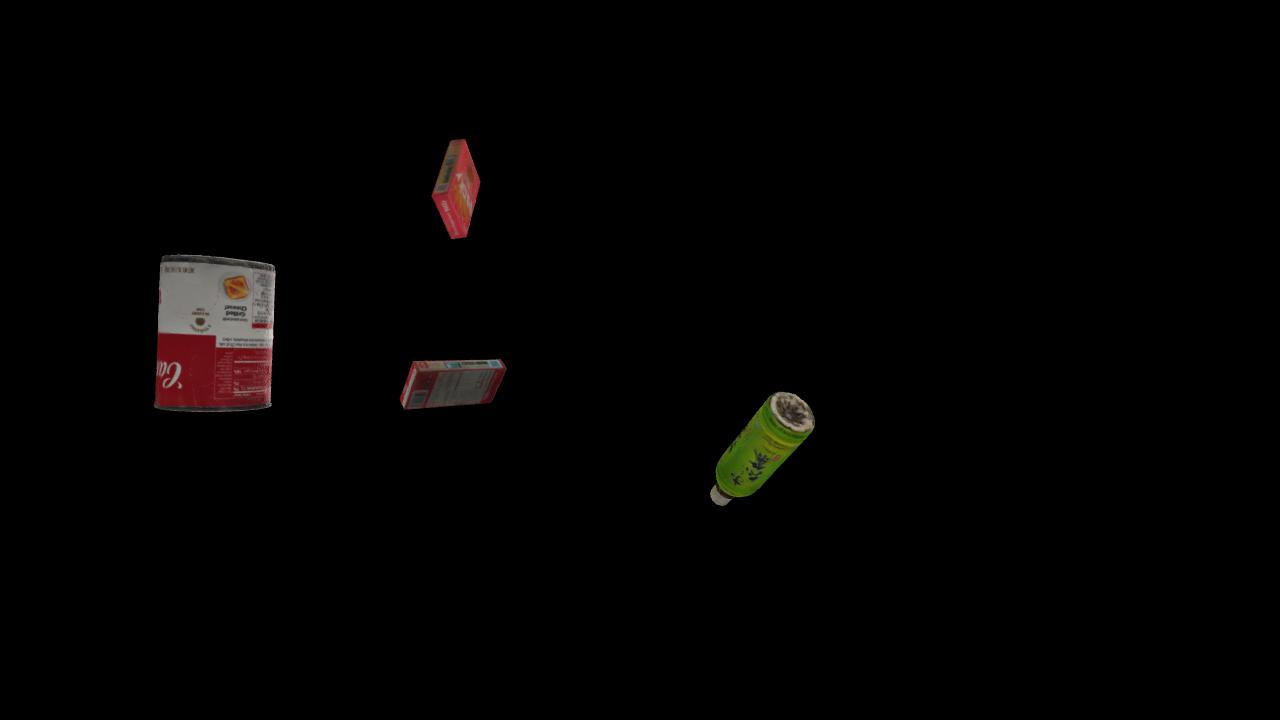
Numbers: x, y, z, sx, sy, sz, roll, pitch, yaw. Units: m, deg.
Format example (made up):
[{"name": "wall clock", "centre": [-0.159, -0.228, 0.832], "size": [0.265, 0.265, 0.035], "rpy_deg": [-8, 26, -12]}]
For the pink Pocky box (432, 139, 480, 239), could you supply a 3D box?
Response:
[{"name": "pink Pocky box", "centre": [-0.290, -0.274, 0.981], "size": [0.029, 0.155, 0.084], "rpy_deg": [-5, -41, 5]}]

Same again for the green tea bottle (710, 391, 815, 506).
[{"name": "green tea bottle", "centre": [0.156, 0.133, 0.841], "size": [0.073, 0.073, 0.212], "rpy_deg": [0, -43, -27]}]

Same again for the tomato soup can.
[{"name": "tomato soup can", "centre": [-0.290, -0.018, 0.423], "size": [0.068, 0.101, 0.068], "rpy_deg": [4, 1, 0]}]

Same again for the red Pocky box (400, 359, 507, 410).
[{"name": "red Pocky box", "centre": [-0.299, 0.038, 0.989], "size": [0.155, 0.083, 0.028], "rpy_deg": [-1, 41, -44]}]
